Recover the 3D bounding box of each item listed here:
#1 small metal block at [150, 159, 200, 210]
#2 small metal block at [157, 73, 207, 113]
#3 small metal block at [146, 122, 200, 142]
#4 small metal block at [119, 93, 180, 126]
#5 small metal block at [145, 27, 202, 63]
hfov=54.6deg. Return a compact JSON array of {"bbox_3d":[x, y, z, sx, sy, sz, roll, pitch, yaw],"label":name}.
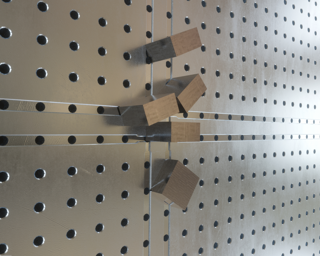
[{"bbox_3d":[0.021,0.077,0.426,0.050,0.025,0.050,42,65,-32],"label":"small metal block"},{"bbox_3d":[0.026,-0.045,0.413,0.050,0.050,0.025,-49,119,-29],"label":"small metal block"},{"bbox_3d":[0.017,0.005,0.406,0.050,0.050,0.025,1,90,-40],"label":"small metal block"},{"bbox_3d":[-0.014,-0.023,0.380,0.050,0.050,0.025,-25,106,-37],"label":"small metal block"},{"bbox_3d":[0.018,-0.108,0.406,0.050,0.050,0.025,-31,109,-36],"label":"small metal block"}]
